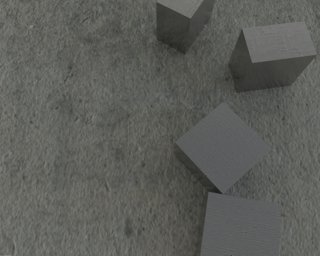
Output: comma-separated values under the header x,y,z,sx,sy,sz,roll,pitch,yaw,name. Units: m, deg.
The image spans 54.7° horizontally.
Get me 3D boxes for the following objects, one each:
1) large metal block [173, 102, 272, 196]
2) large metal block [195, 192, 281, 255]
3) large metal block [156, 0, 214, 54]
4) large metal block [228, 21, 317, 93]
x,y,z,sx,sy,sz,roll,pitch,yaw,name
0.074,0.029,0.385,0.080,0.050,0.080,-39,75,-13,large metal block
0.086,0.123,0.351,0.080,0.050,0.080,10,70,3,large metal block
0.038,-0.168,0.441,0.050,0.080,0.080,30,73,10,large metal block
0.145,-0.092,0.414,0.081,0.080,0.050,-8,71,-3,large metal block
